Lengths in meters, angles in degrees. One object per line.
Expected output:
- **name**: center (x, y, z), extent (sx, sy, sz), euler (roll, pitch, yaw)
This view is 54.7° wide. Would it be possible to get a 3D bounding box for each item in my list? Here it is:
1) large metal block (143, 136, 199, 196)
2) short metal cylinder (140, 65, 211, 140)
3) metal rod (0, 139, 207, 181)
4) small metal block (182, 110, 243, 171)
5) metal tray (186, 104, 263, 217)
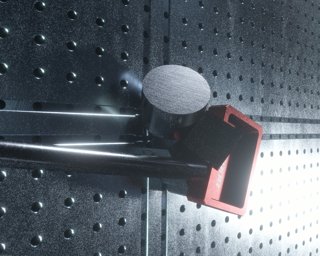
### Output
- **large metal block**: center (0.036, 0.035, 0.424), extent (0.080, 0.050, 0.080), euler (-43, 116, -32)
- **short metal cylinder**: center (0.017, -0.032, 0.381), extent (0.080, 0.080, 0.050), euler (-42, 159, -32)
- **metal rod**: center (-0.081, 0.031, 0.304), extent (0.302, 0.025, 0.025), euler (9, 84, -29)
- **small metal block**: center (0.062, 0.015, 0.369), extent (0.050, 0.050, 0.025), euler (-53, 163, -7)
- **metal tray**: center (0.090, 0.044, 0.415), extent (0.090, 0.030, 0.130), euler (26, 73, -37)
